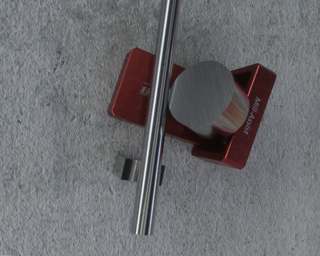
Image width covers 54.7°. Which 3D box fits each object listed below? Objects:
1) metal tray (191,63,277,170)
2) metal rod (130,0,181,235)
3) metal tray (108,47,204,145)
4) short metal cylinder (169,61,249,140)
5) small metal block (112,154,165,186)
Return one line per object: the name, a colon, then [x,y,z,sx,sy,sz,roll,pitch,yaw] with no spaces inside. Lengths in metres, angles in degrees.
metal tray: [0.095,-0.015,0.412,0.030,0.090,0.130,24,82,-19]
metal rod: [-0.002,-0.030,0.369,0.025,0.025,0.299,12,77,-20]
metal tray: [0.007,-0.039,0.411,0.131,0.030,0.090,19,83,-20]
short metal cylinder: [0.058,-0.031,0.364,0.050,0.080,0.080,32,78,-51]
small metal block: [-0.028,0.052,0.387,0.050,0.050,0.025,13,86,-20]
